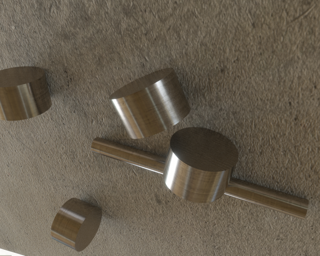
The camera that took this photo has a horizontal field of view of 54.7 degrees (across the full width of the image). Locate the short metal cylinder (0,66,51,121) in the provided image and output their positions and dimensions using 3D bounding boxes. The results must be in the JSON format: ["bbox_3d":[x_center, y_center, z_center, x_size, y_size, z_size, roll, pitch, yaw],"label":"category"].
[{"bbox_3d":[-0.203,-0.052,0.446,0.080,0.080,0.050,12,123,22],"label":"short metal cylinder"}]

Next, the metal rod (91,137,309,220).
[{"bbox_3d":[0.039,0.062,0.424,0.301,0.025,0.025,15,125,19],"label":"metal rod"}]

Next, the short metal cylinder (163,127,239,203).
[{"bbox_3d":[0.048,0.042,0.373,0.080,0.080,0.050,22,127,15],"label":"short metal cylinder"}]

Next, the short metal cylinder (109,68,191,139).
[{"bbox_3d":[-0.011,-0.030,0.359,0.080,0.080,0.050,-13,112,33],"label":"short metal cylinder"}]

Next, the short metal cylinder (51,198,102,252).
[{"bbox_3d":[-0.148,0.172,0.556,0.050,0.080,0.079,19,126,17],"label":"short metal cylinder"}]
